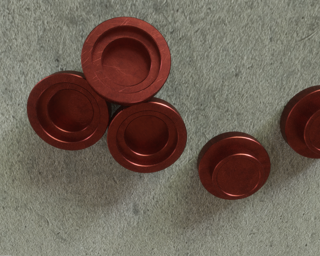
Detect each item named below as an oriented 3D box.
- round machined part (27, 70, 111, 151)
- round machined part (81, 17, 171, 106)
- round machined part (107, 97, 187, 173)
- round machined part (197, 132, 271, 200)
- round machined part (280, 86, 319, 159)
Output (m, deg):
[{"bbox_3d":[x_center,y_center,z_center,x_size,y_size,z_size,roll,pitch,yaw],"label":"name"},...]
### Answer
[{"bbox_3d":[-0.110,-0.024,0.391,0.099,0.042,0.097,0,110,0],"label":"round machined part"},{"bbox_3d":[-0.039,-0.074,0.360,0.099,0.042,0.097,1,85,-8],"label":"round machined part"},{"bbox_3d":[-0.017,0.006,0.398,0.099,0.042,0.097,-3,114,-6],"label":"round machined part"},{"bbox_3d":[0.102,0.057,0.423,0.099,0.042,0.097,0,110,0],"label":"round machined part"},{"bbox_3d":[0.212,-0.003,0.401,0.099,0.042,0.097,0,110,0],"label":"round machined part"}]
